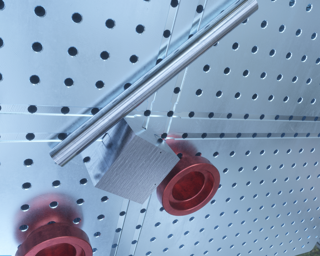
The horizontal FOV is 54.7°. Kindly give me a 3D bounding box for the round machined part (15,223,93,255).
[{"bbox_3d":[-0.146,0.170,0.426,0.099,0.042,0.097,-14,124,-21],"label":"round machined part"}]

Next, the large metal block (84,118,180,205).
[{"bbox_3d":[-0.036,0.043,0.402,0.080,0.050,0.080,32,100,-38],"label":"large metal block"}]

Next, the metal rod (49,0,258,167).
[{"bbox_3d":[-0.006,-0.058,0.371,0.300,0.025,0.025,-39,129,-2],"label":"metal rod"}]

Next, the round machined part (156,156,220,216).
[{"bbox_3d":[0.039,0.083,0.473,0.099,0.042,0.097,-14,124,-21],"label":"round machined part"}]
